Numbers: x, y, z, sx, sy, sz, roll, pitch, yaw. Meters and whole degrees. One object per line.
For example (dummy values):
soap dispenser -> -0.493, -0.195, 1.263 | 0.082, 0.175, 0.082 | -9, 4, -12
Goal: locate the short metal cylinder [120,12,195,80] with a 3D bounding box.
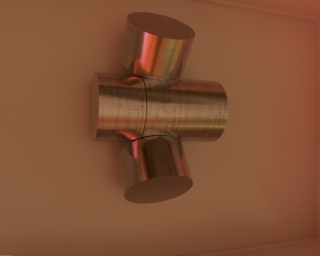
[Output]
short metal cylinder -> -0.004, -0.099, 0.370 | 0.081, 0.080, 0.050 | 2, 127, -20

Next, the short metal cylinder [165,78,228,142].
short metal cylinder -> 0.044, -0.022, 0.396 | 0.050, 0.080, 0.080 | 1, 90, -20

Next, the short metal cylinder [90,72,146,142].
short metal cylinder -> -0.052, -0.023, 0.361 | 0.050, 0.080, 0.080 | 1, 90, -20

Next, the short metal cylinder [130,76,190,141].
short metal cylinder -> -0.004, -0.022, 0.378 | 0.050, 0.080, 0.080 | 1, 90, -20

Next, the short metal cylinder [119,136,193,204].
short metal cylinder -> -0.006, 0.052, 0.370 | 0.081, 0.080, 0.050 | 0, 56, -20
